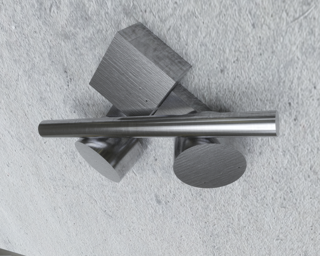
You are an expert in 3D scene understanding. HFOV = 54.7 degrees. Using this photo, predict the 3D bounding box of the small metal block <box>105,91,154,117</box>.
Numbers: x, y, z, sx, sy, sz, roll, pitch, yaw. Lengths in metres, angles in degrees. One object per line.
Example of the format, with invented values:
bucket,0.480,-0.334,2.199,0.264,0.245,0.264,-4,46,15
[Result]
small metal block,-0.038,-0.020,0.416,0.050,0.025,0.050,40,128,1

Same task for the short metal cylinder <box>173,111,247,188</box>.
short metal cylinder,0.056,0.027,0.361,0.080,0.050,0.080,1,135,2

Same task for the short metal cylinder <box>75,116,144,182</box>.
short metal cylinder,-0.070,0.030,0.429,0.080,0.050,0.080,31,153,19

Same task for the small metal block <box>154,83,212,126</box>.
small metal block,0.026,-0.018,0.383,0.050,0.025,0.050,40,129,1

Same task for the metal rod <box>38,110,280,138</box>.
metal rod,-0.025,-0.001,0.354,0.300,0.025,0.025,-1,118,28

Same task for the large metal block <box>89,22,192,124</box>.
large metal block,-0.024,-0.062,0.364,0.080,0.050,0.080,41,129,0
